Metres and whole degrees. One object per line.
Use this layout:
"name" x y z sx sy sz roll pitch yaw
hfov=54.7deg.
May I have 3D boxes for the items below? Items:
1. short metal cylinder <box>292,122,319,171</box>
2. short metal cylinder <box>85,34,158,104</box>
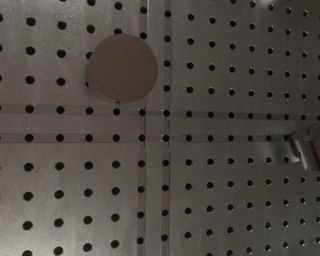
"short metal cylinder" 0.254 0.026 0.480 0.081 0.080 0.050 -25 99 -19
"short metal cylinder" -0.049 -0.070 0.382 0.081 0.050 0.079 0 90 -21
